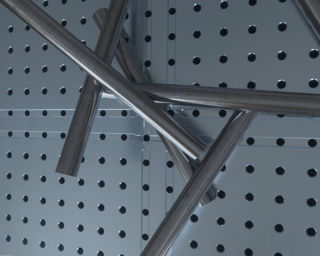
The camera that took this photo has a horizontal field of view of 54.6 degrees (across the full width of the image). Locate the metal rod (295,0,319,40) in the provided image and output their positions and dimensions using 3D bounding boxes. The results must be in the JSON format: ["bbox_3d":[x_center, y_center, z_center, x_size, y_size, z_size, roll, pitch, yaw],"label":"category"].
[{"bbox_3d":[0.192,-0.102,0.344,0.025,0.025,0.299,-30,80,18],"label":"metal rod"}]

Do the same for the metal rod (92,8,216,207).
[{"bbox_3d":[-0.012,-0.034,0.417,0.025,0.025,0.299,-33,80,17],"label":"metal rod"}]

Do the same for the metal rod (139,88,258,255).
[{"bbox_3d":[0.036,0.084,0.370,0.025,0.025,0.299,33,89,17],"label":"metal rod"}]

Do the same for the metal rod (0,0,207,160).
[{"bbox_3d":[-0.068,-0.065,0.366,0.300,0.025,0.025,39,103,-5],"label":"metal rod"}]

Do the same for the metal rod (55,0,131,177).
[{"bbox_3d":[-0.074,-0.087,0.395,0.025,0.025,0.299,10,77,20],"label":"metal rod"}]

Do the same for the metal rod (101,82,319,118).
[{"bbox_3d":[0.054,-0.036,0.364,0.301,0.025,0.025,7,92,20],"label":"metal rod"}]
